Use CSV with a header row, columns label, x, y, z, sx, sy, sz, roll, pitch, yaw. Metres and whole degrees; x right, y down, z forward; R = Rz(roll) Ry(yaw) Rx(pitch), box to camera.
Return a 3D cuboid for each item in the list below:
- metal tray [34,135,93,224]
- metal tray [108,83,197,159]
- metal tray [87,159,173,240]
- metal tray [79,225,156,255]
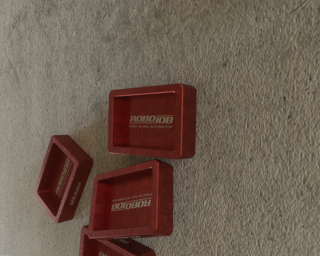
label,x,y,z,sx,sy,sz,roll,pitch,yaw
metal tray,-0.172,0.088,0.543,0.090,0.030,0.129,36,112,34
metal tray,-0.015,-0.008,0.412,0.130,0.030,0.089,1,89,40
metal tray,-0.041,0.100,0.416,0.130,0.030,0.090,-19,58,37
metal tray,-0.068,0.205,0.458,0.130,0.030,0.089,10,96,39
